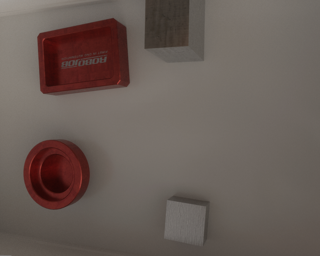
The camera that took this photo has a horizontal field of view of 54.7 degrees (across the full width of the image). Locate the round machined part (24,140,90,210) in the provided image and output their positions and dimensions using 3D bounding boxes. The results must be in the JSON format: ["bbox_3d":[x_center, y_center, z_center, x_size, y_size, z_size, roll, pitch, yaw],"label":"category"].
[{"bbox_3d":[-0.144,0.065,0.451,0.098,0.042,0.097,0,90,19],"label":"round machined part"}]

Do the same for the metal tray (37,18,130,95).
[{"bbox_3d":[-0.111,-0.098,0.445,0.130,0.030,0.089,-4,89,19],"label":"metal tray"}]

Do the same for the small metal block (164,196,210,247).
[{"bbox_3d":[0.035,0.118,0.398,0.050,0.025,0.050,5,92,19],"label":"small metal block"}]

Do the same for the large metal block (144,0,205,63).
[{"bbox_3d":[0.021,-0.127,0.373,0.050,0.080,0.079,1,91,20],"label":"large metal block"}]
